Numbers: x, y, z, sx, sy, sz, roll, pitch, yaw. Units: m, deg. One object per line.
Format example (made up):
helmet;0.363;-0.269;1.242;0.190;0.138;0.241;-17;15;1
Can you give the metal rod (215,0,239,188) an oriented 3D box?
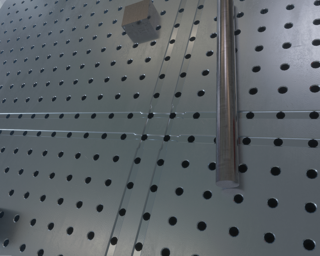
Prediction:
metal rod;0.087;-0.070;0.405;0.025;0.025;0.299;-8;58;24

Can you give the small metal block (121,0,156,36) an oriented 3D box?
small metal block;-0.037;-0.196;0.548;0.050;0.025;0.050;-9;58;23
